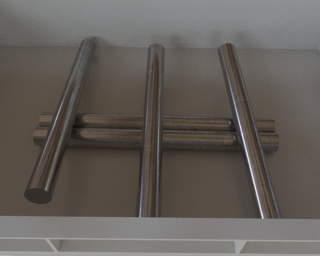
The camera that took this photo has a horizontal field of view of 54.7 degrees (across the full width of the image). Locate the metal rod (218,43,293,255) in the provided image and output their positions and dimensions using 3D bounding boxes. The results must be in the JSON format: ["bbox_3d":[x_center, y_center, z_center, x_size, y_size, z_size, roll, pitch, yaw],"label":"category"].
[{"bbox_3d":[0.105,0.015,0.363,0.025,0.025,0.299,-3,58,-3],"label":"metal rod"}]

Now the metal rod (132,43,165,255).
[{"bbox_3d":[-0.009,-0.003,0.374,0.025,0.025,0.300,1,50,1],"label":"metal rod"}]

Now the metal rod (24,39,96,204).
[{"bbox_3d":[-0.116,-0.036,0.401,0.025,0.025,0.300,0,42,-1],"label":"metal rod"}]

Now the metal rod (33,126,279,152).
[{"bbox_3d":[-0.005,0.014,0.392,0.302,0.025,0.025,1,50,0],"label":"metal rod"}]

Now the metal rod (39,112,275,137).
[{"bbox_3d":[-0.004,-0.005,0.408,0.302,0.025,0.025,1,50,0],"label":"metal rod"}]
